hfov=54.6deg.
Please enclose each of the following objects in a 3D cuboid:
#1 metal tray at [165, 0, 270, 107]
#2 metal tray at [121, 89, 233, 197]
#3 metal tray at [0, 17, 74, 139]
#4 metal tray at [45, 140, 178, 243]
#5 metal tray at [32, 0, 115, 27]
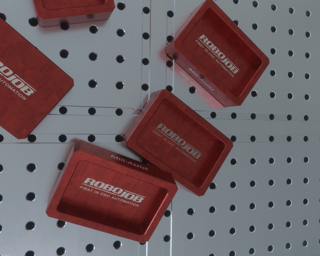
[{"bbox_3d":[0.084,-0.103,0.440,0.130,0.030,0.090,40,77,-16],"label":"metal tray"},{"bbox_3d":[0.026,0.021,0.419,0.130,0.030,0.090,37,78,-16],"label":"metal tray"},{"bbox_3d":[-0.176,-0.060,0.345,0.130,0.030,0.090,42,77,-15],"label":"metal tray"},{"bbox_3d":[-0.056,0.079,0.372,0.131,0.030,0.090,23,104,-19],"label":"metal tray"},{"bbox_3d":[-0.113,-0.194,0.367,0.091,0.030,0.129,-15,95,-20],"label":"metal tray"}]
